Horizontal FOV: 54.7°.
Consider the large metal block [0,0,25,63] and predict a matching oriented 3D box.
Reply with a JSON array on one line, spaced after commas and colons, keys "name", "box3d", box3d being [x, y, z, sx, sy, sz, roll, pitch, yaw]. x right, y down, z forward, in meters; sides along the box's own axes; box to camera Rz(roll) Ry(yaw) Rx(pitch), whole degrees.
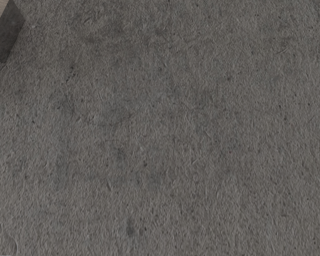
[{"name": "large metal block", "box3d": [-0.257, -0.148, 0.447, 0.080, 0.050, 0.080, 12, 70, 4]}]
